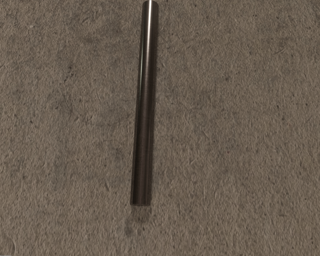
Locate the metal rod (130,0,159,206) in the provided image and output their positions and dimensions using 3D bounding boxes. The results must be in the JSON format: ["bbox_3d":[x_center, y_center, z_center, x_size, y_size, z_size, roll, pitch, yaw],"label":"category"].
[{"bbox_3d":[-0.019,-0.047,0.425,0.025,0.025,0.299,2,70,0],"label":"metal rod"}]
